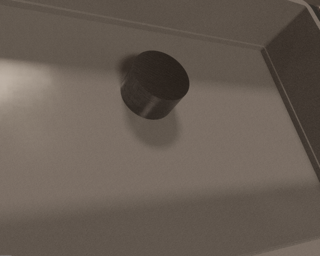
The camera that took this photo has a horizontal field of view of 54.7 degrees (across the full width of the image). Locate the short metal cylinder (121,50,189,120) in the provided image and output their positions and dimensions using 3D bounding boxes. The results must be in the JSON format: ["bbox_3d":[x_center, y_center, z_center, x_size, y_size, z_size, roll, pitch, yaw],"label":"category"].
[{"bbox_3d":[-0.007,-0.058,0.423,0.081,0.050,0.080,14,56,-21],"label":"short metal cylinder"}]
